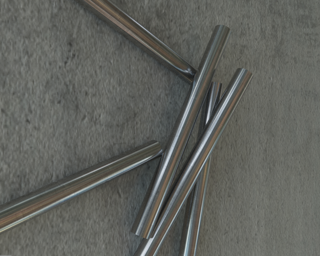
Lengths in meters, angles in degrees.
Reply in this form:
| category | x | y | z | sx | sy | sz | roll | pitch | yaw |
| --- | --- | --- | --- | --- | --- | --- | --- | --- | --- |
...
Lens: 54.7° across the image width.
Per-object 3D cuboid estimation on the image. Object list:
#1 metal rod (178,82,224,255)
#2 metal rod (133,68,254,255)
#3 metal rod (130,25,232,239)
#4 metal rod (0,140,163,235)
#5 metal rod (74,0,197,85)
| category | x | y | z | sx | sy | sz | roll | pitch | yaw |
| --- | --- | --- | --- | --- | --- | --- | --- | --- | --- |
| metal rod | 0.054 | 0.084 | 0.436 | 0.025 | 0.025 | 0.298 | 11 | 88 | -40 |
| metal rod | 0.042 | 0.053 | 0.403 | 0.025 | 0.025 | 0.299 | 36 | 80 | -35 |
| metal rod | 0.033 | -0.005 | 0.407 | 0.025 | 0.025 | 0.299 | 33 | 73 | -36 |
| metal rod | -0.116 | 0.072 | 0.308 | 0.302 | 0.025 | 0.025 | -22 | 104 | -38 |
| metal rod | -0.032 | -0.118 | 0.379 | 0.301 | 0.025 | 0.025 | 29 | 72 | -37 |
